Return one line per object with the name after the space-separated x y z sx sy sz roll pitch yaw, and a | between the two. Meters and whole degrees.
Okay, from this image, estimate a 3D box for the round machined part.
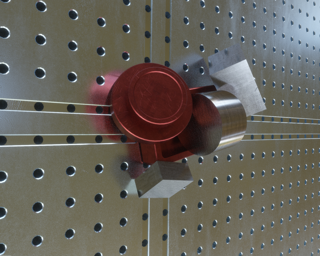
-0.007 -0.032 0.363 0.099 0.042 0.098 4 75 -15 | round machined part

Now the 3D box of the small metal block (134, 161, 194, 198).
0.005 0.066 0.390 0.050 0.050 0.025 10 50 -39 | small metal block

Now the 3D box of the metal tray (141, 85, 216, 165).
0.031 -0.007 0.429 0.131 0.030 0.089 -15 100 -39 | metal tray

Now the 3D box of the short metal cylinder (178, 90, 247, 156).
0.065 -0.008 0.407 0.050 0.080 0.079 -12 98 -40 | short metal cylinder

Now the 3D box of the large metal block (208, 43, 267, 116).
0.111 -0.068 0.456 0.080 0.050 0.080 59 20 -24 | large metal block
